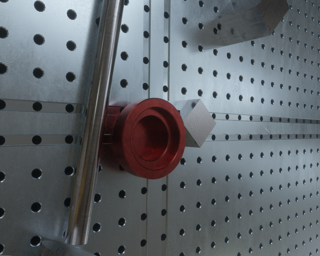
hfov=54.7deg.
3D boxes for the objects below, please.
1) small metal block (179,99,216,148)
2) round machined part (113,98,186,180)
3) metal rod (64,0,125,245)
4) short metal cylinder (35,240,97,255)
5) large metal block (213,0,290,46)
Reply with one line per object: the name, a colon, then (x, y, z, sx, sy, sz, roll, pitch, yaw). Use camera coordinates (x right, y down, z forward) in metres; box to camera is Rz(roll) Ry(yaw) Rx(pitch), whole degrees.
small metal block: (0.050, -0.007, 0.453, 0.050, 0.025, 0.050, -53, 121, -27)
round machined part: (-0.017, 0.013, 0.386, 0.099, 0.042, 0.097, 0, 90, -40)
metal rod: (-0.071, -0.024, 0.350, 0.025, 0.025, 0.298, 13, 82, -40)
short metal cylinder: (-0.088, 0.149, 0.301, 0.080, 0.080, 0.050, 34, 69, -35)
large metal block: (0.148, -0.184, 0.500, 0.080, 0.080, 0.050, -51, 121, -28)
